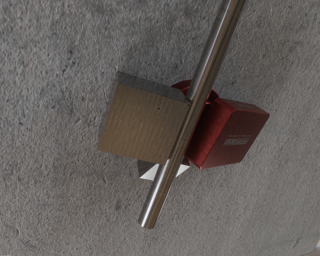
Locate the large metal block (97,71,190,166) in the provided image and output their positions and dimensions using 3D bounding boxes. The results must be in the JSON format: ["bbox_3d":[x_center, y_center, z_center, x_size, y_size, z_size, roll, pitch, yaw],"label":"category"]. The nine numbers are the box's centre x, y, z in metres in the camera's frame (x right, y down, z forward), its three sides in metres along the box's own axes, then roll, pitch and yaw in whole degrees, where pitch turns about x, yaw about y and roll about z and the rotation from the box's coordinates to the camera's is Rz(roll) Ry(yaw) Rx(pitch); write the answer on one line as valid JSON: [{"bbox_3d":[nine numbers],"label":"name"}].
[{"bbox_3d":[-0.022,-0.011,0.359,0.081,0.050,0.079,15,112,-15],"label":"large metal block"}]

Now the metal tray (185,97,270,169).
[{"bbox_3d":[0.098,0.008,0.435,0.131,0.030,0.089,2,121,-52],"label":"metal tray"}]

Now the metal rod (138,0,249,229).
[{"bbox_3d":[0.031,-0.005,0.368,0.025,0.025,0.298,8,112,-32],"label":"metal rod"}]

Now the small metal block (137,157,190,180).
[{"bbox_3d":[0.005,0.050,0.429,0.050,0.025,0.050,17,135,-35],"label":"small metal block"}]

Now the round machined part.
[{"bbox_3d":[0.042,-0.011,0.413,0.099,0.042,0.097,-14,124,-21],"label":"round machined part"}]
